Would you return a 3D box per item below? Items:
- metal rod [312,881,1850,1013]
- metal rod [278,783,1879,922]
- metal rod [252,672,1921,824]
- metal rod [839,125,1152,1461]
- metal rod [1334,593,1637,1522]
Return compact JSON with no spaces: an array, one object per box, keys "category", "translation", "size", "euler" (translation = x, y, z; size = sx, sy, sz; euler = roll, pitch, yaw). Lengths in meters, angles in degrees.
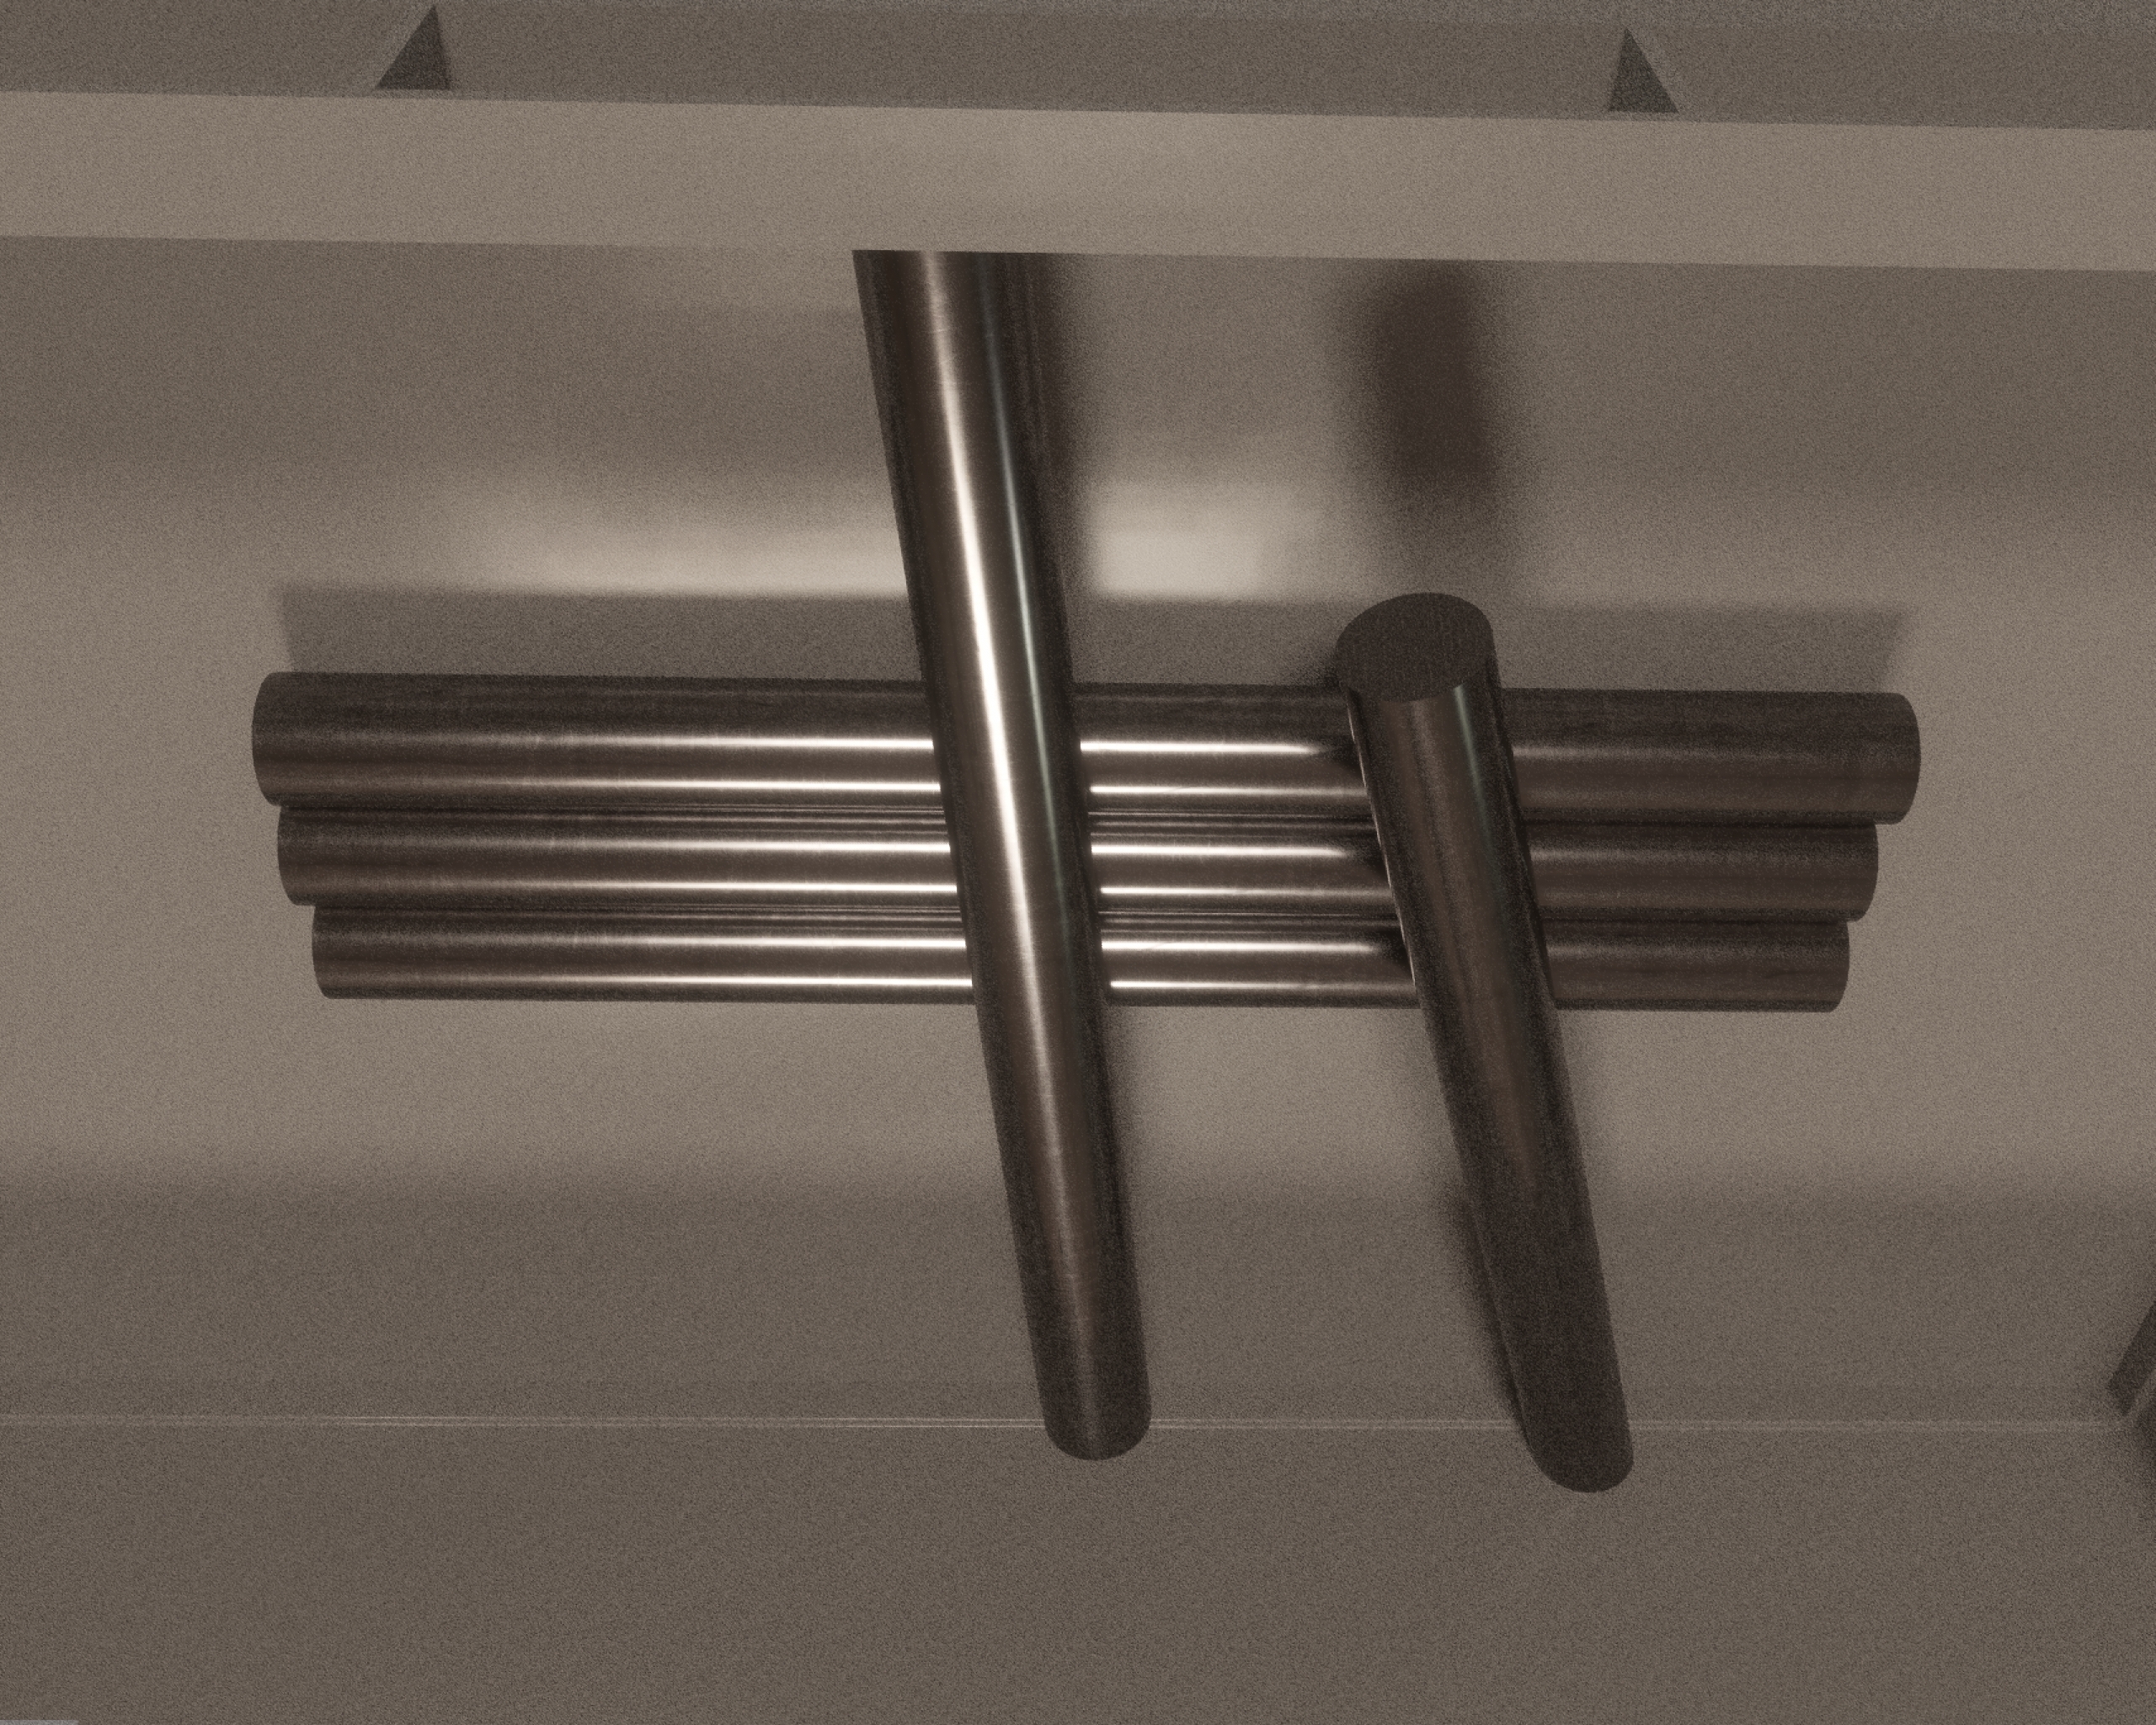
[{"category":"metal rod","translation":[0.002,0.017,0.422],"size":[0.302,0.025,0.025],"euler":[1,130,-1]},{"category":"metal rod","translation":[0.001,-0.002,0.405],"size":[0.302,0.025,0.025],"euler":[1,130,-1]},{"category":"metal rod","translation":[0.003,-0.021,0.389],"size":[0.302,0.025,0.025],"euler":[1,130,-1]},{"category":"metal rod","translation":[-0.008,0.015,0.387],"size":[0.025,0.025,0.298],"euler":[-4,130,3]},{"category":"metal rod","translation":[0.093,0.063,0.436],"size":[0.025,0.025,0.299],"euler":[-12,136,10]}]
